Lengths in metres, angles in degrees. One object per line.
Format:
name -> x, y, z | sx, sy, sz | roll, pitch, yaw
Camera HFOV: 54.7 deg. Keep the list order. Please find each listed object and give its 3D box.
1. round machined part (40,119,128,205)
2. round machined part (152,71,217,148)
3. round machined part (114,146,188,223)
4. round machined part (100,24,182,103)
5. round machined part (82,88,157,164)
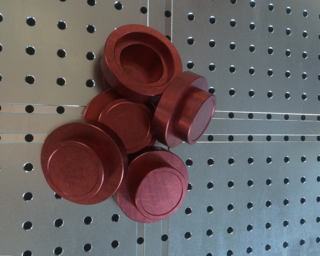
round machined part -> -0.089, 0.042, 0.346 | 0.098, 0.042, 0.097 | 2, 103, 9
round machined part -> 0.036, -0.018, 0.387 | 0.042, 0.098, 0.098 | 28, 78, 23
round machined part -> -0.006, 0.075, 0.389 | 0.099, 0.042, 0.097 | -6, 104, -25
round machined part -> -0.026, -0.075, 0.383 | 0.099, 0.042, 0.098 | 10, 65, -22
round machined part -> -0.046, -0.003, 0.386 | 0.099, 0.042, 0.097 | 0, 90, -21
